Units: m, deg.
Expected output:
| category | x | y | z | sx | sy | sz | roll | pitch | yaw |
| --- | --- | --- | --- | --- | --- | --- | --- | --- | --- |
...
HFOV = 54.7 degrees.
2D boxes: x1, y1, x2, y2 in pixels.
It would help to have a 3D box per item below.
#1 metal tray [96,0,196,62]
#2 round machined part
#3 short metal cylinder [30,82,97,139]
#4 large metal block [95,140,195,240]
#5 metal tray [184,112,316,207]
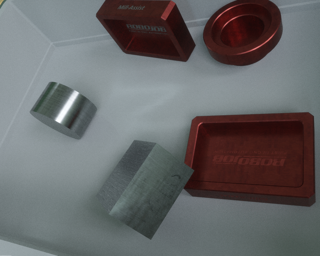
| category | x | y | z | sx | sy | sz | roll | pitch | yaw |
| --- | --- | --- | --- | --- | --- | --- | --- | --- | --- |
| metal tray | -0.021 | -0.145 | 0.462 | 0.130 | 0.090 | 0.030 | 16 | 71 | 34 |
| round machined part | 0.111 | -0.122 | 0.411 | 0.098 | 0.042 | 0.098 | -13 | 56 | 20 |
| short metal cylinder | -0.141 | -0.024 | 0.457 | 0.080 | 0.080 | 0.050 | 14 | 69 | 33 |
| large metal block | -0.020 | 0.061 | 0.337 | 0.080 | 0.050 | 0.080 | -56 | 17 | -12 |
| metal tray | 0.094 | 0.031 | 0.333 | 0.130 | 0.030 | 0.090 | -1 | 61 | 27 |
